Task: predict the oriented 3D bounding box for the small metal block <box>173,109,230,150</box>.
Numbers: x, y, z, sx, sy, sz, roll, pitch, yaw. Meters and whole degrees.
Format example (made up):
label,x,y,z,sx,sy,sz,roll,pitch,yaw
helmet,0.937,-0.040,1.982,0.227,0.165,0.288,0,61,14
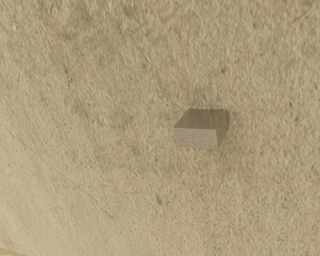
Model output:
label,x,y,z,sx,sy,sz,roll,pitch,yaw
small metal block,0.050,0.000,0.365,0.050,0.050,0.025,3,120,27
